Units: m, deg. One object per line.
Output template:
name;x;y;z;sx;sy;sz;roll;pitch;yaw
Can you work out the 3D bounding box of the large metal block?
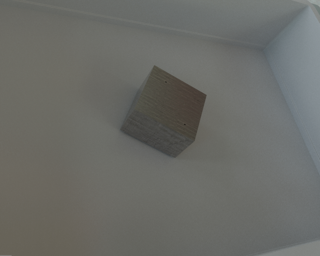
large metal block;0.006;-0.021;0.401;0.080;0.050;0.080;28;52;-11
